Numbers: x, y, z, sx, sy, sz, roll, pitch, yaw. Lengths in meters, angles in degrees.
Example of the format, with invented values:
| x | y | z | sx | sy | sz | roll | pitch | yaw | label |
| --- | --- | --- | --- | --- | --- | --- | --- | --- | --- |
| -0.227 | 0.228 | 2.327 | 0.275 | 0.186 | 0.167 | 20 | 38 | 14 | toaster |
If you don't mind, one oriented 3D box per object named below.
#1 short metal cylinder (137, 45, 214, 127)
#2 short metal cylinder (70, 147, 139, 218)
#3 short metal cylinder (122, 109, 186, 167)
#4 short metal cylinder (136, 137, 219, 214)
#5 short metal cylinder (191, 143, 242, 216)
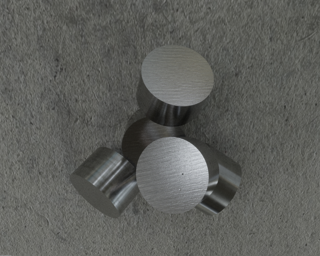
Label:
| x | y | z | sx | sy | sz | roll | pitch | yaw | label |
| --- | --- | --- | --- | --- | --- | --- | --- | --- | --- |
| 0.016 | -0.048 | 0.357 | 0.080 | 0.080 | 0.050 | 13 | 153 | -5 | short metal cylinder |
| -0.069 | 0.071 | 0.401 | 0.080 | 0.050 | 0.080 | 27 | 146 | 21 | short metal cylinder |
| -0.007 | 0.015 | 0.403 | 0.081 | 0.050 | 0.079 | 0 | 110 | -1 | short metal cylinder |
| 0.021 | 0.050 | 0.345 | 0.080 | 0.050 | 0.080 | -1 | 88 | 22 | short metal cylinder |
| 0.060 | 0.067 | 0.406 | 0.050 | 0.080 | 0.080 | 33 | 107 | -12 | short metal cylinder |
